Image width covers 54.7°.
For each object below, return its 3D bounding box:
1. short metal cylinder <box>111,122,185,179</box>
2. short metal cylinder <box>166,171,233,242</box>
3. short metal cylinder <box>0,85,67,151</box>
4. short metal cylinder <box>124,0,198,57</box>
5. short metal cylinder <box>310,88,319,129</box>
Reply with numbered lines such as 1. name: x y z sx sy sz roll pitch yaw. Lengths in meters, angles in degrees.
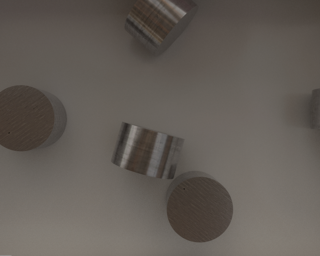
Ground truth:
1. short metal cylinder: -0.015 0.027 0.384 0.080 0.080 0.050 16 90 -1
2. short metal cylinder: 0.048 0.099 0.400 0.081 0.050 0.079 0 90 -1
3. short metal cylinder: -0.167 -0.012 0.397 0.081 0.050 0.079 0 90 -1
4. short metal cylinder: 0.002 -0.136 0.384 0.050 0.080 0.080 42 90 -1
5. short metal cylinder: 0.234 -0.022 0.387 0.081 0.080 0.050 2 90 -1
